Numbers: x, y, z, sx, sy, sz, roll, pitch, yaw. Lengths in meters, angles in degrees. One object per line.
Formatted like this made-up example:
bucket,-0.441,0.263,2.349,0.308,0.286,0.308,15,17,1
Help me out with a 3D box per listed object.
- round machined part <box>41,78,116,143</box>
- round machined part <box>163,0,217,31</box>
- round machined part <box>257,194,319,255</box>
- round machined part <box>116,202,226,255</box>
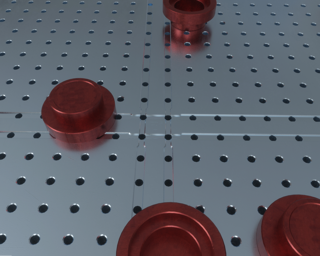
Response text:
round machined part,-0.111,-0.030,0.421,0.099,0.042,0.098,0,50,0
round machined part,0.054,-0.219,0.582,0.099,0.042,0.098,0,50,0
round machined part,0.151,0.110,0.307,0.099,0.042,0.098,0,50,0
round machined part,0.010,0.124,0.293,0.099,0.042,0.098,0,50,0
